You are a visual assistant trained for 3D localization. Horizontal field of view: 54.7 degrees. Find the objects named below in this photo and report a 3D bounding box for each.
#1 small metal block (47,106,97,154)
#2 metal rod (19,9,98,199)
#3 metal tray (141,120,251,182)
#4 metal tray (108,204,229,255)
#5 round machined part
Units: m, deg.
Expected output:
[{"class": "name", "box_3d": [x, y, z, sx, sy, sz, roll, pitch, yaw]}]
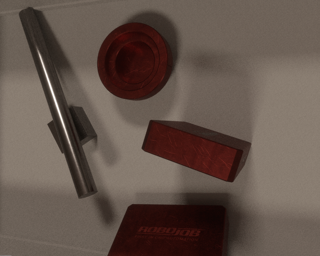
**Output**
[{"class": "small metal block", "box_3d": [-0.129, 0.003, 0.454, 0.050, 0.025, 0.050, -33, 80, 16]}, {"class": "metal rod", "box_3d": [-0.149, -0.046, 0.438, 0.025, 0.025, 0.299, -29, 72, 17]}, {"class": "metal tray", "box_3d": [0.047, 0.019, 0.338, 0.090, 0.130, 0.030, 19, 96, 19]}, {"class": "metal tray", "box_3d": [0.012, 0.136, 0.370, 0.130, 0.090, 0.030, -4, 123, 19]}, {"class": "round machined part", "box_3d": [-0.029, -0.085, 0.411, 0.098, 0.042, 0.097, 0, 90, 19]}]
